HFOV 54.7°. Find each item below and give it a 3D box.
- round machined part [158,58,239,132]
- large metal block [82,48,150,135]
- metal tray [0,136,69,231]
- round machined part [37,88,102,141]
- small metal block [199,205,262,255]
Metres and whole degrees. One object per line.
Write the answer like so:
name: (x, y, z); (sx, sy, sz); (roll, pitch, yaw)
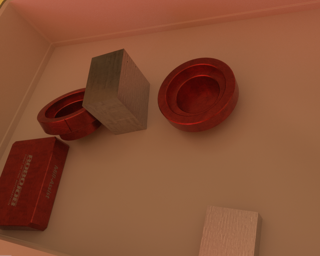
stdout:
round machined part: (0.050, -0.037, 0.390); (0.098, 0.042, 0.098); (-13, 56, 20)
large metal block: (-0.056, -0.047, 0.427); (0.050, 0.080, 0.080); (-10, 57, 21)
metal tray: (-0.192, 0.080, 0.452); (0.090, 0.030, 0.130); (-7, 59, 24)
round machined part: (-0.122, -0.018, 0.452); (0.098, 0.042, 0.098); (-14, 30, 9)
small metal block: (0.070, 0.107, 0.303); (0.050, 0.025, 0.050); (1, 62, 28)
